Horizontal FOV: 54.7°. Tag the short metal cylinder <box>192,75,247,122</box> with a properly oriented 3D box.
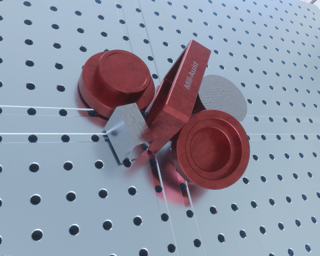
[{"bbox_3d":[0.077,-0.030,0.447,0.081,0.050,0.080,14,56,-21],"label":"short metal cylinder"}]

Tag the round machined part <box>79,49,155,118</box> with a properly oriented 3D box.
[{"bbox_3d":[-0.051,-0.062,0.402,0.099,0.042,0.098,14,56,-21],"label":"round machined part"}]

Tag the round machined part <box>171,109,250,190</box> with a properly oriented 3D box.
[{"bbox_3d":[0.060,0.028,0.393,0.099,0.042,0.097,2,82,-18],"label":"round machined part"}]

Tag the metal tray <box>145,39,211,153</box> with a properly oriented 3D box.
[{"bbox_3d":[0.018,-0.041,0.396,0.030,0.090,0.130,29,52,-10],"label":"metal tray"}]

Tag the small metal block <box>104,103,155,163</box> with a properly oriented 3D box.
[{"bbox_3d":[-0.037,0.006,0.363,0.025,0.050,0.050,-16,71,-35],"label":"small metal block"}]
